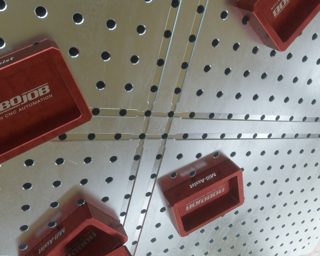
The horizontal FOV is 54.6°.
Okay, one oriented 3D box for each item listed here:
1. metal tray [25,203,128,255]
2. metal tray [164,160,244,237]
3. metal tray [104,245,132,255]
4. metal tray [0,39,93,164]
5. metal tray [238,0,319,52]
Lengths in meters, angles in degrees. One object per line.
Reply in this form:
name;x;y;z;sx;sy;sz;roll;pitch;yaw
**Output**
metal tray;-0.123;0.178;0.450;0.130;0.030;0.090;-42;130;1
metal tray;0.078;0.119;0.522;0.131;0.030;0.090;-24;127;-14
metal tray;-0.089;0.243;0.480;0.091;0.030;0.129;-20;141;-28
metal tray;-0.147;-0.022;0.313;0.131;0.030;0.090;-27;128;-11
metal tray;0.170;-0.175;0.391;0.090;0.030;0.130;34;99;-39
